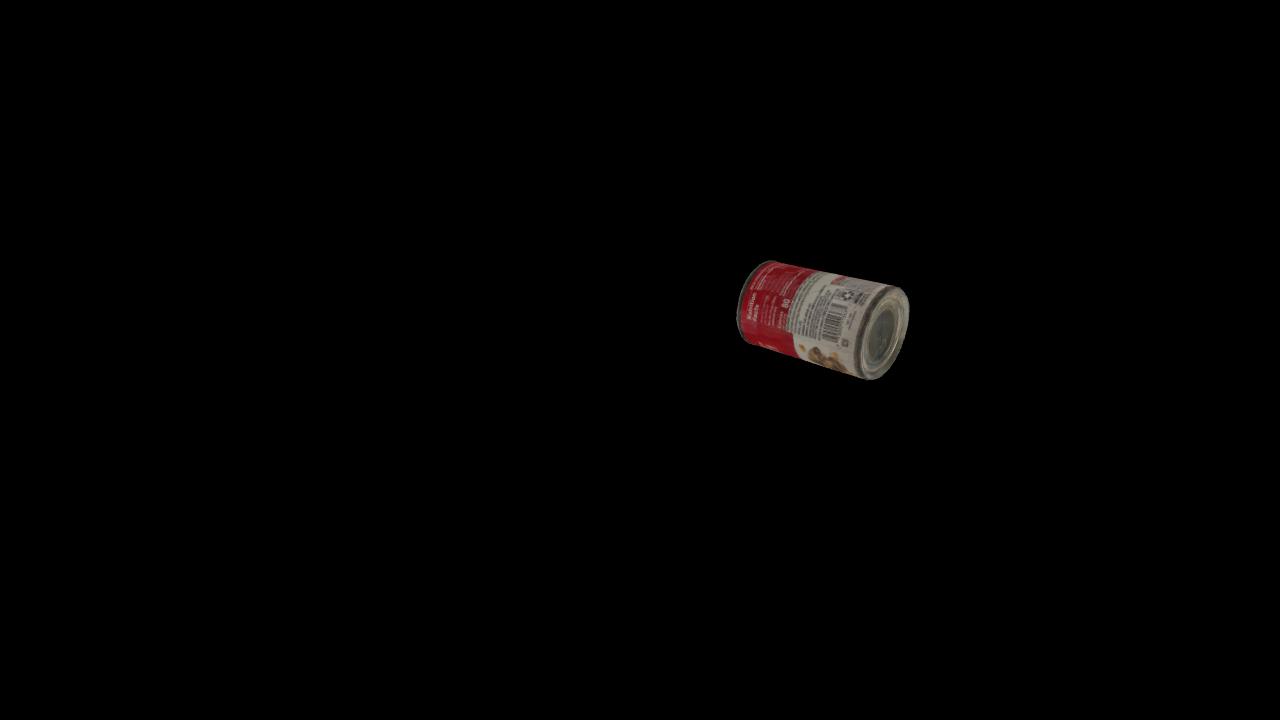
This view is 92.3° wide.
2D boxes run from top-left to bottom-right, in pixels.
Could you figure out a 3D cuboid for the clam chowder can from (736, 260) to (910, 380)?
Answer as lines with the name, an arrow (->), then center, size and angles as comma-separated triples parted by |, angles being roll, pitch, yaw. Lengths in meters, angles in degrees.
clam chowder can -> 0.131, -0.031, 0.446 | 0.068, 0.068, 0.102 | 0, 15, -45
